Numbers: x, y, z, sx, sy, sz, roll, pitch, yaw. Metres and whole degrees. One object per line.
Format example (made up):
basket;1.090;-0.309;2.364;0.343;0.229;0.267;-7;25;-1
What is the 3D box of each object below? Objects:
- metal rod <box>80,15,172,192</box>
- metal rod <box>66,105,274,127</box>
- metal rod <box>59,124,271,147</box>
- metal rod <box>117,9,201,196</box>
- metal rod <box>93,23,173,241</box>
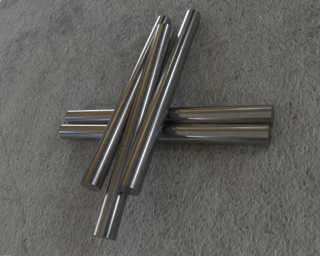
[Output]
metal rod;-0.036;-0.054;0.429;0.025;0.025;0.300;1;54;28
metal rod;-0.006;-0.015;0.418;0.300;0.025;0.025;0;62;28
metal rod;-0.013;0.007;0.408;0.300;0.025;0.025;0;62;28
metal rod;0.009;-0.054;0.405;0.025;0.025;0.300;1;54;28
metal rod;-0.026;-0.014;0.393;0.025;0.025;0.300;0;61;28
